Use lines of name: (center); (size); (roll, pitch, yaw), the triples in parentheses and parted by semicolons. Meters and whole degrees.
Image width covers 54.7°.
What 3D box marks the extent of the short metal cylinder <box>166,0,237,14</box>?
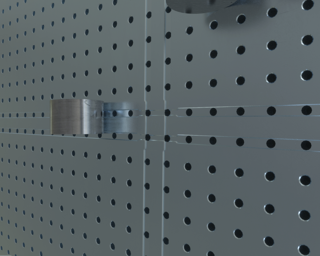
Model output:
short metal cylinder: (0.045, -0.165, 0.335); (0.080, 0.081, 0.050); (-6, 87, 39)

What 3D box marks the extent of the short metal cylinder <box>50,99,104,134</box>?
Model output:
short metal cylinder: (-0.127, -0.016, 0.475); (0.080, 0.081, 0.050); (-1, 90, 39)
